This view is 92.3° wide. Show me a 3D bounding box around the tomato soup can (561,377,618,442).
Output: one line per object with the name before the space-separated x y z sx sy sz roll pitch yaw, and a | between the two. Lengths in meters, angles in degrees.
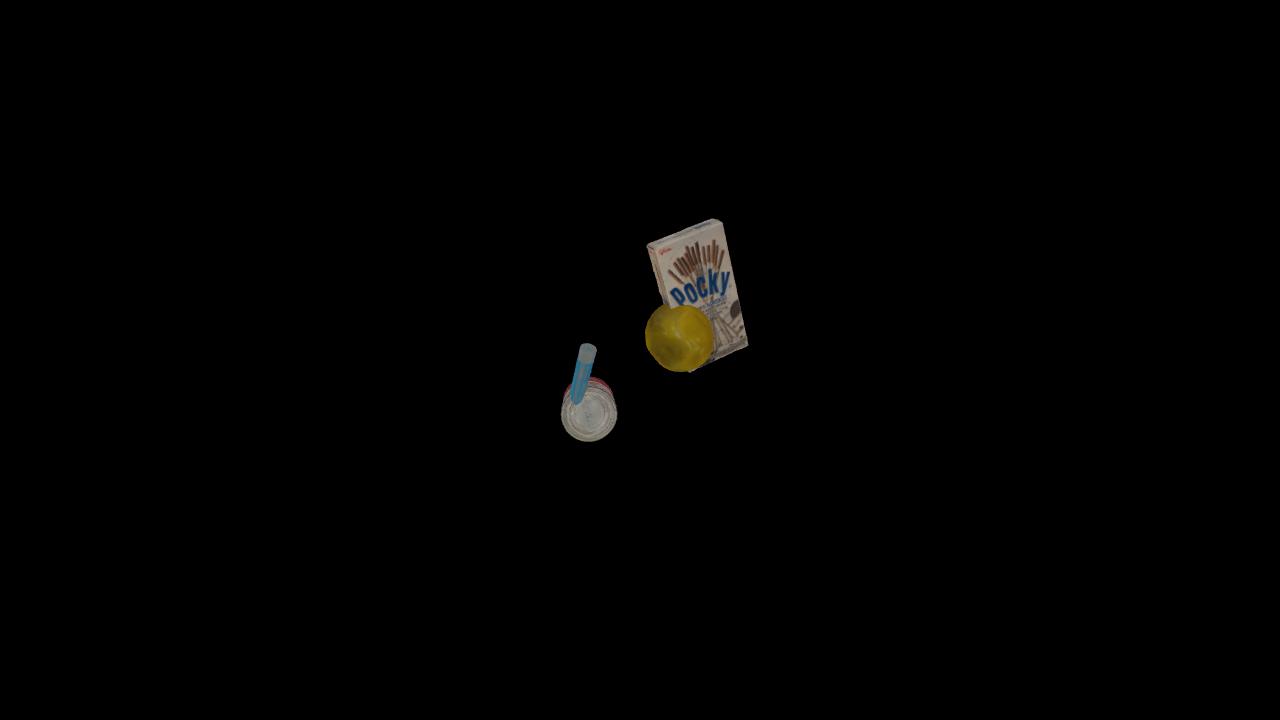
tomato soup can | -0.062 0.059 0.756 0.068 0.068 0.101 0 4 -6

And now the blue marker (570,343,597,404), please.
blue marker | -0.070 0.033 0.705 0.020 0.121 0.020 11 37 -8

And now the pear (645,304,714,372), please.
pear | 0.053 -0.040 0.700 0.080 0.080 0.111 0 36 26

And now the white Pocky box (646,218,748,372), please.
white Pocky box | 0.067 -0.069 0.681 0.084 0.154 0.028 -24 28 -12
